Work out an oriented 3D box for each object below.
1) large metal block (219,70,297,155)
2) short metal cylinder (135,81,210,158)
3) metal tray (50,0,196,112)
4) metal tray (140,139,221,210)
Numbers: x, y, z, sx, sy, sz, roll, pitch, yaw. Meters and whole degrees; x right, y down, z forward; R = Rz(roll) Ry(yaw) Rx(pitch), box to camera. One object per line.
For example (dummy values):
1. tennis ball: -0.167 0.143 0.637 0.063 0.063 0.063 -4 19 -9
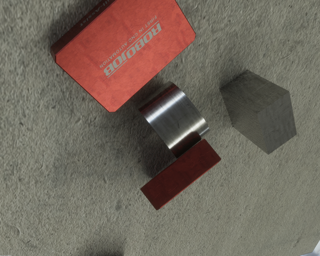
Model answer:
1. large metal block: 0.136 -0.023 0.431 0.050 0.080 0.080 -35 129 -6
2. short metal cylinder: 0.015 -0.010 0.373 0.050 0.080 0.080 -38 129 -3
3. metal tray: -0.036 -0.090 0.328 0.130 0.030 0.090 -42 130 1
4. metal tray: 0.026 0.056 0.398 0.090 0.030 0.130 -38 174 -1
